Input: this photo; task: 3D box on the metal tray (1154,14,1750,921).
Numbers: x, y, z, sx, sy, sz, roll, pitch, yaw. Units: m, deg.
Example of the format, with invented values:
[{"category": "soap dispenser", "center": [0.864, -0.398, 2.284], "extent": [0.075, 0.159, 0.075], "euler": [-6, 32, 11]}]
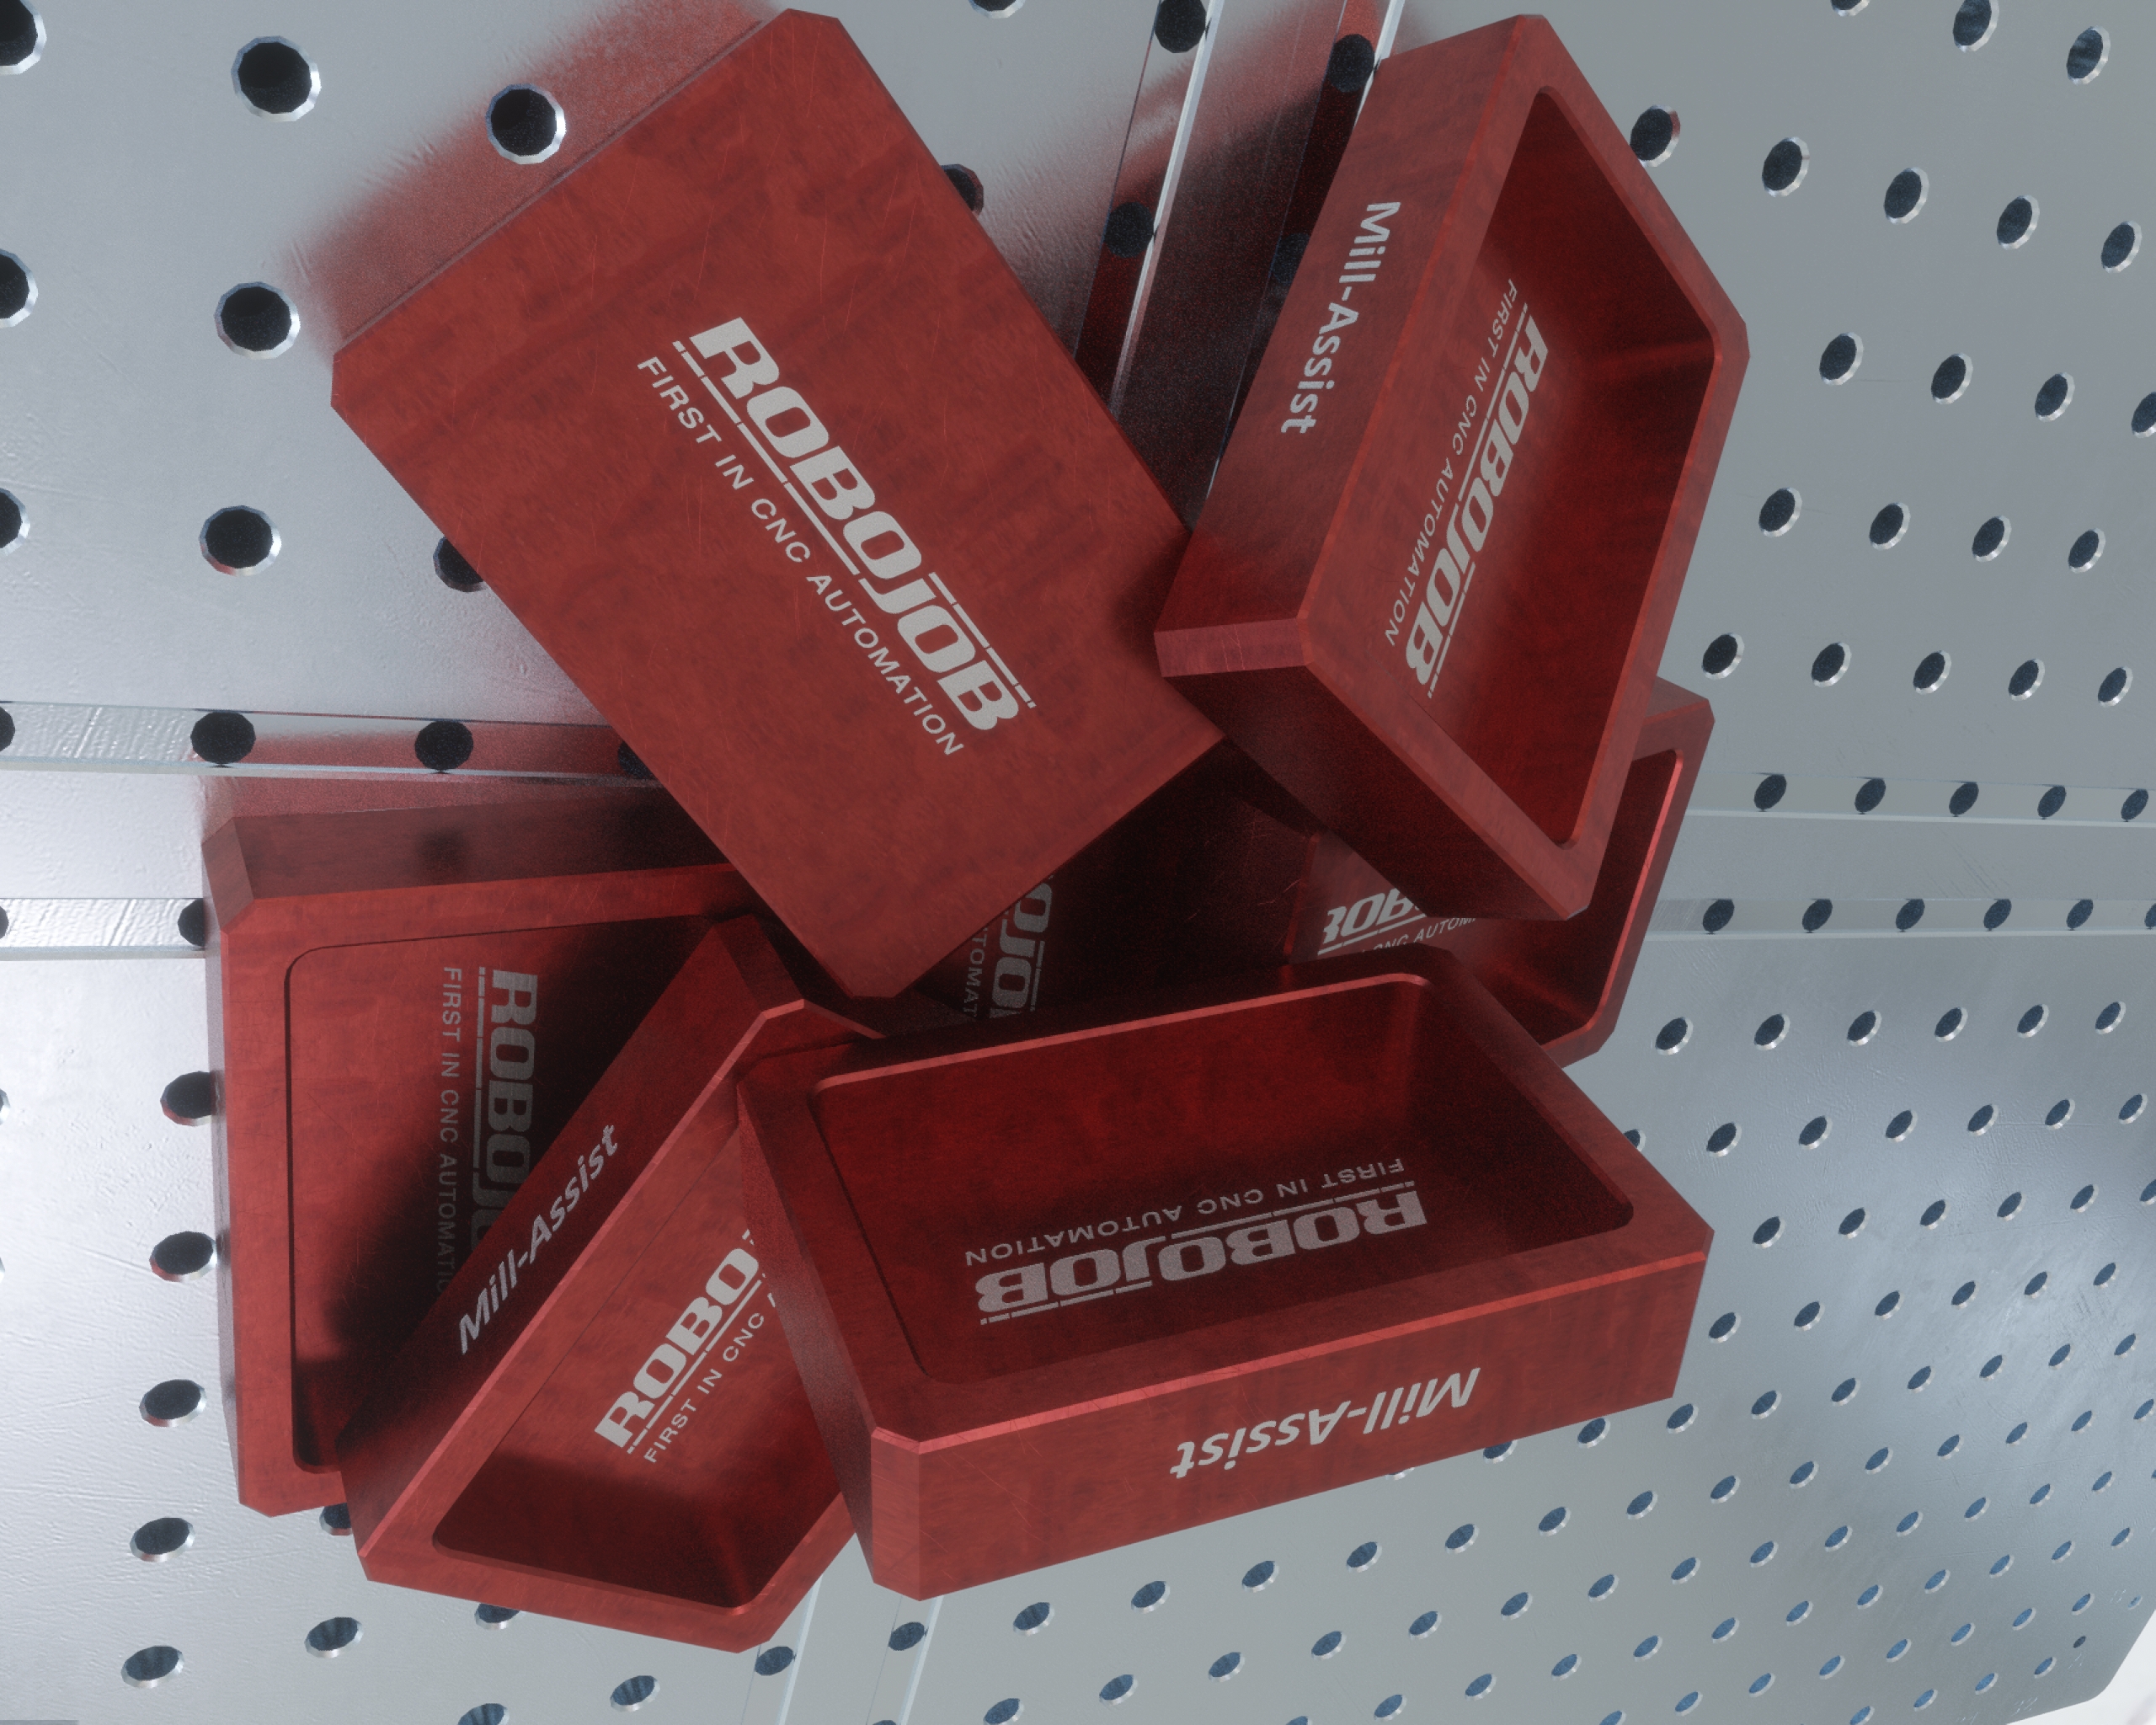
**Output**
[{"category": "metal tray", "center": [0.070, -0.066, 0.361], "extent": [0.090, 0.030, 0.130], "euler": [38, 64, -38]}]

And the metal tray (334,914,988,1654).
[{"category": "metal tray", "center": [-0.062, 0.082, 0.385], "extent": [0.090, 0.030, 0.130], "euler": [30, 102, -38]}]

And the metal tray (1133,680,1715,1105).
[{"category": "metal tray", "center": [0.072, 0.011, 0.430], "extent": [0.131, 0.030, 0.089], "euler": [-16, 127, -40]}]

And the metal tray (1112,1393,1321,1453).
[{"category": "metal tray", "center": [0.040, 0.098, 0.447], "extent": [0.090, 0.030, 0.130], "euler": [-26, 161, -12]}]

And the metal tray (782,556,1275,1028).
[{"category": "metal tray", "center": [-0.011, 0.007, 0.405], "extent": [0.091, 0.030, 0.129], "euler": [-6, 119, -28]}]

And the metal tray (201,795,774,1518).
[{"category": "metal tray", "center": [-0.108, 0.053, 0.382], "extent": [0.091, 0.030, 0.129], "euler": [-5, 120, -27]}]

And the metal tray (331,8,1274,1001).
[{"category": "metal tray", "center": [-0.039, -0.053, 0.331], "extent": [0.090, 0.030, 0.130], "euler": [-39, 114, -2]}]

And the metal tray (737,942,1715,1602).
[{"category": "metal tray", "center": [0.020, 0.057, 0.331], "extent": [0.131, 0.090, 0.030], "euler": [-9, 122, -19]}]
